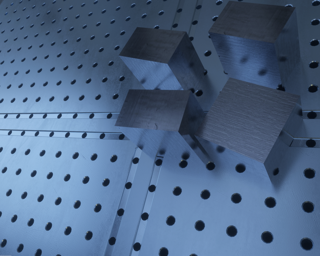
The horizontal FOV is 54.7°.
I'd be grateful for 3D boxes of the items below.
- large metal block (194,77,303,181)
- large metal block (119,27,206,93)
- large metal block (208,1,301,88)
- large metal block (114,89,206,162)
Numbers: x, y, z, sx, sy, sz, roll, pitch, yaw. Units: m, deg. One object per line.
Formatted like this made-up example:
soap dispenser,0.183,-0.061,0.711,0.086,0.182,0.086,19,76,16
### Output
large metal block,0.098,-0.001,0.340,0.080,0.050,0.080,23,74,36
large metal block,0.005,-0.088,0.423,0.080,0.080,0.050,18,71,34
large metal block,0.116,-0.101,0.373,0.080,0.080,0.050,24,75,36
large metal block,0.007,-0.002,0.369,0.080,0.080,0.050,5,64,30
